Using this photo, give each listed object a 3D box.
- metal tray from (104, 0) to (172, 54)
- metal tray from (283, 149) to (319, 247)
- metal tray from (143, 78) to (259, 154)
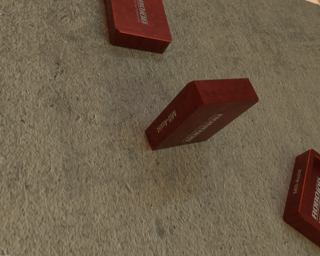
[{"bbox_3d":[-0.038,-0.183,0.491,0.091,0.030,0.130,3,60,-27],"label":"metal tray"},{"bbox_3d":[0.241,0.106,0.465,0.090,0.030,0.130,37,51,-4],"label":"metal tray"},{"bbox_3d":[0.046,-0.012,0.385,0.091,0.129,0.030,-8,68,-32],"label":"metal tray"}]
